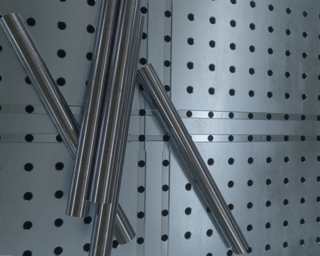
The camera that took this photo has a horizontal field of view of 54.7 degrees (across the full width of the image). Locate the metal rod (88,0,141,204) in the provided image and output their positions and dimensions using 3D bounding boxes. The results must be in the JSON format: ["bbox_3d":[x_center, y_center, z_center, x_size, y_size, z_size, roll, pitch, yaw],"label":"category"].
[{"bbox_3d":[-0.047,-0.065,0.362,0.025,0.025,0.299,11,80,-20],"label":"metal rod"}]

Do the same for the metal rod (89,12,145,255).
[{"bbox_3d":[-0.051,0.002,0.376,0.025,0.025,0.299,11,80,-20],"label":"metal rod"}]

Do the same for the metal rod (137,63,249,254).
[{"bbox_3d":[0.049,0.049,0.432,0.025,0.025,0.299,-32,101,-17],"label":"metal rod"}]

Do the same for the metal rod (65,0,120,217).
[{"bbox_3d":[-0.074,-0.049,0.368,0.025,0.025,0.299,11,80,-20],"label":"metal rod"}]

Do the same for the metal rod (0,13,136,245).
[{"bbox_3d":[-0.106,0.009,0.373,0.025,0.025,0.299,-29,100,-18],"label":"metal rod"}]
